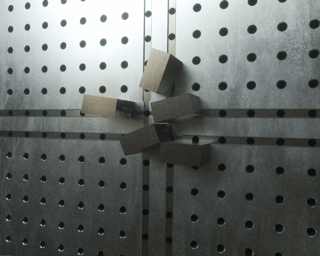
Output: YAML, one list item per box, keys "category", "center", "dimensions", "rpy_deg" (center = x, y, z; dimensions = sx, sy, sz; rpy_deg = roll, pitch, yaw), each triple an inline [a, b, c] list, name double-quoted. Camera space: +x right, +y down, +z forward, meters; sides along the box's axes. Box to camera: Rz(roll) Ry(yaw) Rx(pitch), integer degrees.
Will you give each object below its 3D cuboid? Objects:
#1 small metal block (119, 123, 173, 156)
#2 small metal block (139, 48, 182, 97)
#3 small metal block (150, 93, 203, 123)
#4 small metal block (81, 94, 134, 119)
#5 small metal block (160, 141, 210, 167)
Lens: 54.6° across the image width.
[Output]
- category: "small metal block"
  center: [-0.017, 0.014, 0.406]
  dimensions: [0.050, 0.050, 0.025]
  rpy_deg: [-22, 83, 19]
- category: "small metal block"
  center: [0.002, -0.070, 0.399]
  dimensions: [0.025, 0.050, 0.050]
  rpy_deg: [23, 98, 19]
- category: "small metal block"
  center: [0.022, -0.024, 0.392]
  dimensions: [0.050, 0.050, 0.025]
  rpy_deg: [-13, 86, 19]
- category: "small metal block"
  center: [-0.071, -0.029, 0.425]
  dimensions: [0.050, 0.050, 0.025]
  rpy_deg: [9, 93, 20]
- category: "small metal block"
  center: [0.032, 0.031, 0.388]
  dimensions: [0.050, 0.050, 0.025]
  rpy_deg: [3, 91, 20]
